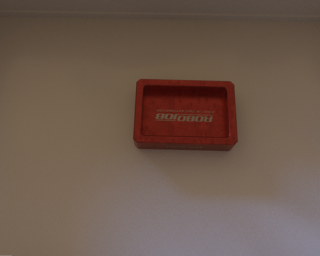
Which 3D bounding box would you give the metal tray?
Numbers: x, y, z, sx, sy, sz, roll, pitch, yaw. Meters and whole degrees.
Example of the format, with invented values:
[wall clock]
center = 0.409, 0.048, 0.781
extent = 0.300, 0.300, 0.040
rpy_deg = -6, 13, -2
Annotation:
[metal tray]
center = 0.033, -0.018, 0.413
extent = 0.131, 0.030, 0.090
rpy_deg = 2, 70, 0
